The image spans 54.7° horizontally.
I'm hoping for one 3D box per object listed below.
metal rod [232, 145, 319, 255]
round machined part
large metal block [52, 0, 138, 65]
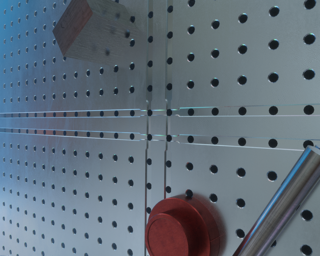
[{"bbox_3d":[0.088,0.149,0.336,0.025,0.025,0.298,39,114,33],"label":"metal rod"},{"bbox_3d":[0.020,0.135,0.382,0.098,0.042,0.097,0,90,40],"label":"round machined part"},{"bbox_3d":[-0.095,-0.143,0.452,0.080,0.081,0.050,-42,65,32],"label":"large metal block"}]
